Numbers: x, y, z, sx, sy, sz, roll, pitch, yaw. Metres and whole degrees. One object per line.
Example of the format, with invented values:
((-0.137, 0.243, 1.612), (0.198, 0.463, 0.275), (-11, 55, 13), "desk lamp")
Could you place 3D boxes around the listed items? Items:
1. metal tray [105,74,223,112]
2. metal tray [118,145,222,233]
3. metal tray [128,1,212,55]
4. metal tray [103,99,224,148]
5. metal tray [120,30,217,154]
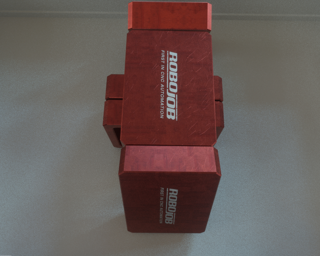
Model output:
((0.005, -0.031, 0.385), (0.131, 0.090, 0.030), (1, 70, 0), "metal tray")
((0.008, 0.070, 0.325), (0.091, 0.129, 0.030), (1, 49, -1), "metal tray")
((0.011, -0.121, 0.396), (0.091, 0.130, 0.030), (1, 91, 0), "metal tray")
((0.004, -0.002, 0.375), (0.131, 0.090, 0.030), (1, 70, 0), "metal tray")
((0.009, -0.039, 0.324), (0.091, 0.030, 0.130), (1, 70, -1), "metal tray")
